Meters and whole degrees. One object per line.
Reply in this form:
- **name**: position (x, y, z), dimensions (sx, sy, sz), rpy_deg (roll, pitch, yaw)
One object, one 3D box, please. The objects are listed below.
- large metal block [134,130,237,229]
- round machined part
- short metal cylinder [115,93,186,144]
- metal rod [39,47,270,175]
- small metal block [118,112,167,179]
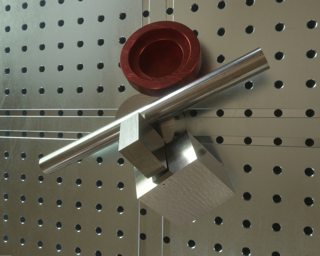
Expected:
- **large metal block**: position (0.028, 0.062, 0.364), dimensions (0.080, 0.050, 0.080), rpy_deg (-37, 123, 16)
- **round machined part**: position (0.003, -0.082, 0.389), dimensions (0.098, 0.042, 0.098), rpy_deg (-5, 67, 11)
- **short metal cylinder**: position (-0.012, -0.003, 0.402), dimensions (0.080, 0.050, 0.079), rpy_deg (0, 90, 19)
- **metal rod**: position (-0.021, -0.011, 0.365), dimensions (0.300, 0.025, 0.025), rpy_deg (-25, 82, 17)
- **small metal block**: position (-0.019, 0.019, 0.340), dimensions (0.025, 0.050, 0.050), rpy_deg (-31, 122, 17)
